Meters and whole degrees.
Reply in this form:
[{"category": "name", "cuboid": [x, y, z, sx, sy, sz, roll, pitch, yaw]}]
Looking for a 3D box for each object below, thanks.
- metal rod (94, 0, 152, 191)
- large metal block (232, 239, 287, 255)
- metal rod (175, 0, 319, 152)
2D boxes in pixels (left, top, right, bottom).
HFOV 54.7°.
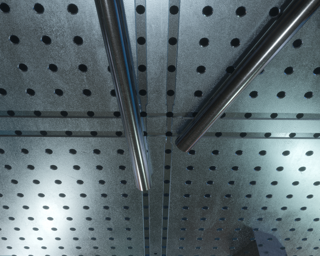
[{"category": "metal rod", "cuboid": [-0.039, -0.024, 0.390, 0.025, 0.025, 0.298, -4, 130, 3]}, {"category": "large metal block", "cuboid": [0.207, 0.281, 0.636, 0.080, 0.050, 0.080, 23, 126, -19]}, {"category": "metal rod", "cuboid": [0.107, -0.074, 0.349, 0.025, 0.025, 0.298, 24, 126, -19]}]
